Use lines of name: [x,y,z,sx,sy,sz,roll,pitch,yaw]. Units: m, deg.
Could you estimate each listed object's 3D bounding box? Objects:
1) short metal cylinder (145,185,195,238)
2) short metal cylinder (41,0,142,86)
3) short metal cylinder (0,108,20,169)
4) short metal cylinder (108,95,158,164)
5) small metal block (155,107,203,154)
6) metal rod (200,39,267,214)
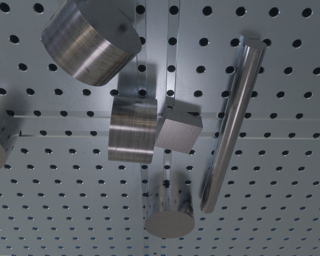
short metal cylinder: [0.016,0.140,0.515,0.081,0.050,0.079,0,130,0]
short metal cylinder: [-0.064,-0.087,0.301,0.080,0.080,0.050,37,121,-27]
short metal cylinder: [-0.233,0.013,0.404,0.081,0.050,0.079,0,130,0]
short metal cylinder: [-0.033,0.002,0.377,0.050,0.080,0.079,6,130,-5]
small metal block: [0.024,0.004,0.416,0.050,0.025,0.050,14,129,-12]
metal rod: [0.092,0.022,0.431,0.025,0.025,0.298,3,130,-3]
